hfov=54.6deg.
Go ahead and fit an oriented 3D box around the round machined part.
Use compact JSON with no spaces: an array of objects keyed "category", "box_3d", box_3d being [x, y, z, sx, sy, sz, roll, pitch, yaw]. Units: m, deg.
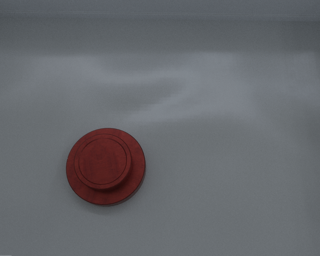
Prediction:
[{"category":"round machined part","box_3d":[-0.067,0.045,0.384,0.099,0.042,0.098,0,70,0]}]
